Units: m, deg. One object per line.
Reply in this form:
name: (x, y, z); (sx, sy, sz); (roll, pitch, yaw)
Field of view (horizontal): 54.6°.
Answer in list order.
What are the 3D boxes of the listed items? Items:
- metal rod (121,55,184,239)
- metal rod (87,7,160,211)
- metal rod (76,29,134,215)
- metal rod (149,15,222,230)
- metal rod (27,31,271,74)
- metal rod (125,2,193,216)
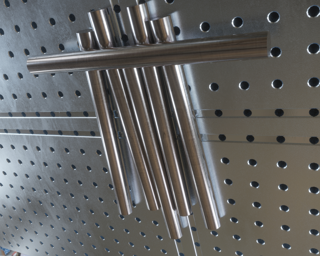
metal rod: (-0.006, 0.041, 0.440); (0.025, 0.025, 0.298); (1, 119, 28)
metal rod: (-0.041, -0.008, 0.429); (0.025, 0.025, 0.298); (1, 119, 28)
metal rod: (-0.074, 0.009, 0.455); (0.025, 0.025, 0.298); (7, 122, 25)
metal rod: (0.039, 0.011, 0.398); (0.025, 0.025, 0.299); (-3, 117, 29)
metal rod: (-0.035, -0.080, 0.348); (0.300, 0.025, 0.025); (2, 119, 27)
metal rod: (0.006, -0.005, 0.407); (0.025, 0.025, 0.298); (1, 119, 28)
